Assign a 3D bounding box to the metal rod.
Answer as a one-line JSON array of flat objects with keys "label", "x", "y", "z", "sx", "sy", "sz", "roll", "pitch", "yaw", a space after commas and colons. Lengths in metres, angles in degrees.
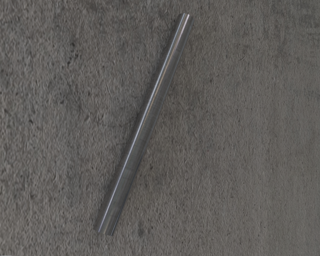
[{"label": "metal rod", "x": -0.014, "y": -0.017, "z": 0.391, "sx": 0.025, "sy": 0.025, "sz": 0.300, "roll": 32, "pitch": 70, "yaw": -35}]
